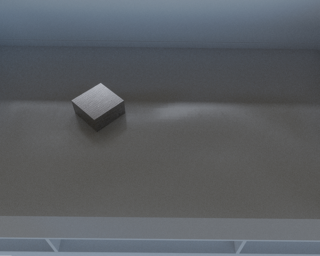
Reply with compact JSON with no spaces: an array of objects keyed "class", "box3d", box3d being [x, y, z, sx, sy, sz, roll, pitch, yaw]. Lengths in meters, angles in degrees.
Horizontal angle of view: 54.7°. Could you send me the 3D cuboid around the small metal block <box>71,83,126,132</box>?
[{"class":"small metal block","box3d":[-0.084,-0.029,0.429,0.050,0.025,0.050,37,59,26]}]
